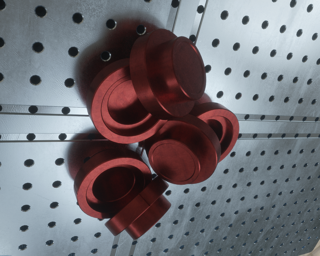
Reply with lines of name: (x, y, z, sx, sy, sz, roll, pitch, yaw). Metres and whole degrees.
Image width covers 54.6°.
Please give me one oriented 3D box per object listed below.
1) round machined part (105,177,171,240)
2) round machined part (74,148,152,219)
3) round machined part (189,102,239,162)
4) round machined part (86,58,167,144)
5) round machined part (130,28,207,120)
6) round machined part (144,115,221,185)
round machined part: (-0.023, 0.111, 0.418, 0.098, 0.098, 0.042, -42, 85, -4)
round machined part: (-0.063, 0.067, 0.406, 0.099, 0.042, 0.097, -14, 124, -21)
round machined part: (0.058, 0.007, 0.435, 0.099, 0.042, 0.097, -14, 124, -21)
round machined part: (-0.036, -0.034, 0.358, 0.099, 0.042, 0.097, -14, 124, -21)
round machined part: (0.016, -0.060, 0.335, 0.098, 0.042, 0.098, 18, 67, -51)
round machined part: (0.024, 0.033, 0.394, 0.042, 0.098, 0.097, -51, 148, -52)
